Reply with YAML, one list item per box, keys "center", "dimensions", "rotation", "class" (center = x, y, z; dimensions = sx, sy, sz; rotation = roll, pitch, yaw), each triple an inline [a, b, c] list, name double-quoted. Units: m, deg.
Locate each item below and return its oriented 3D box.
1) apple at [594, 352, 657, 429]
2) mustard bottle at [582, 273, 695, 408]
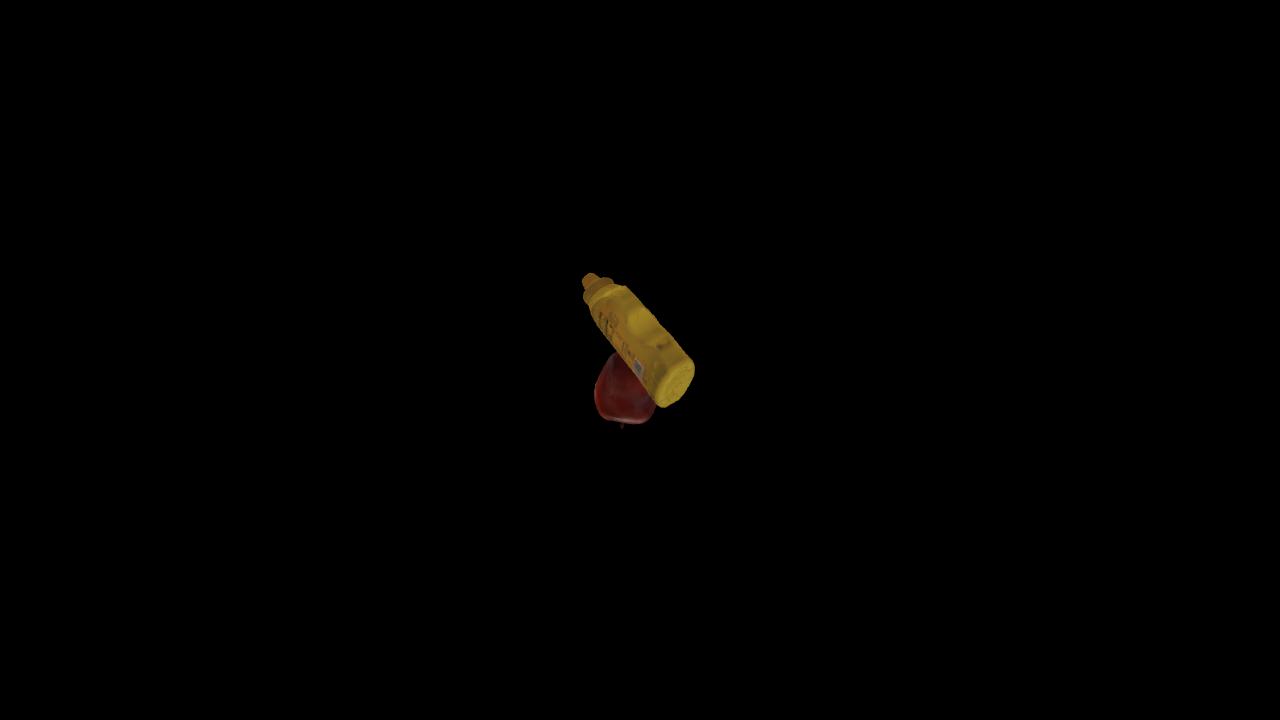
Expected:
- center: [-0.015, 0.036, 0.738]
  dimensions: [0.079, 0.093, 0.079]
  rotation: [5, -9, 1]
  class: "apple"
- center: [-0.012, -0.036, 0.714]
  dimensions: [0.054, 0.184, 0.092]
  rotation: [-32, -25, -15]
  class: "mustard bottle"
